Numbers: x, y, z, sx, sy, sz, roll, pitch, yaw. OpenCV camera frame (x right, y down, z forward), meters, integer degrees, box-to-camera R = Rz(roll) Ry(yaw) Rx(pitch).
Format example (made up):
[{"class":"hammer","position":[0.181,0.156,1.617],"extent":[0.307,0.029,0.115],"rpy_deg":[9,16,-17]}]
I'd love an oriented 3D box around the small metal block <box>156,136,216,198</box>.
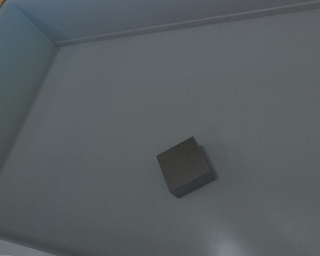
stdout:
[{"class":"small metal block","position":[0.030,0.046,0.361],"extent":[0.050,0.025,0.050],"rpy_deg":[-29,52,9]}]
